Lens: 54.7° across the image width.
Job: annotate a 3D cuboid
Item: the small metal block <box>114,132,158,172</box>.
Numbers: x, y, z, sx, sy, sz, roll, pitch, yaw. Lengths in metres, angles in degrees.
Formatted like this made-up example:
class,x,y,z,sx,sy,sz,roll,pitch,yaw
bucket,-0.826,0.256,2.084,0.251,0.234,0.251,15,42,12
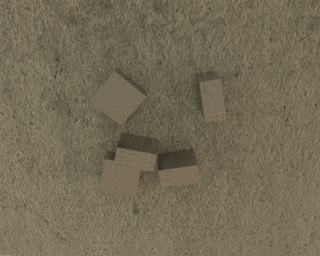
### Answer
class,x,y,z,sx,sy,sz,roll,pitch,yaw
small metal block,-0.030,0.031,0.407,0.050,0.050,0.025,11,110,-4

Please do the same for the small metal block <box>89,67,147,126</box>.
class,x,y,z,sx,sy,sz,roll,pitch,yaw
small metal block,-0.052,-0.040,0.394,0.050,0.025,0.050,39,105,-13

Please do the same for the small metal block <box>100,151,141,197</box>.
class,x,y,z,sx,sy,sz,roll,pitch,yaw
small metal block,-0.054,0.064,0.433,0.050,0.025,0.050,10,110,-4

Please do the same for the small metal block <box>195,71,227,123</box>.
class,x,y,z,sx,sy,sz,roll,pitch,yaw
small metal block,0.062,-0.040,0.382,0.025,0.050,0.050,-10,110,4

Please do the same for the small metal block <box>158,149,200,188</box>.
class,x,y,z,sx,sy,sz,roll,pitch,yaw
small metal block,0.024,0.053,0.416,0.050,0.050,0.025,-9,110,3
